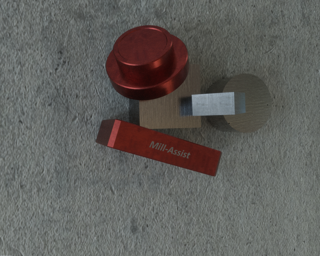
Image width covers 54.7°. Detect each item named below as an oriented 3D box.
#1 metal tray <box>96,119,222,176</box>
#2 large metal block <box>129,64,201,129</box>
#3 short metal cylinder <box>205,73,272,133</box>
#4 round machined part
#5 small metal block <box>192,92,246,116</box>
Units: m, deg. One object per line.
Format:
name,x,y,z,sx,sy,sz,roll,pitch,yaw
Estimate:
metal tray,-0.004,0.023,0.374,0.131,0.090,0.030,18,85,-19
large metal block,0.005,-0.040,0.400,0.081,0.050,0.080,-2,91,-20
short metal cylinder,0.108,-0.033,0.438,0.081,0.050,0.080,0,90,-20
round machined part,-0.017,-0.083,0.365,0.098,0.098,0.042,-38,147,-16
small metal block,0.072,-0.029,0.375,0.050,0.050,0.025,-10,98,-61
